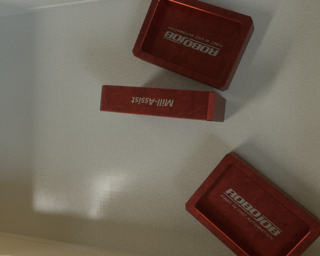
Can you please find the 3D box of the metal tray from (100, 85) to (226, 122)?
[{"bbox_3d":[0.007,-0.028,0.372,0.130,0.090,0.030,6,92,19],"label":"metal tray"}]

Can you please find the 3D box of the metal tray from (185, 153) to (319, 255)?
[{"bbox_3d":[0.108,0.102,0.369,0.130,0.030,0.090,40,102,15],"label":"metal tray"}]

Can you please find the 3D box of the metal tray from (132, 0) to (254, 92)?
[{"bbox_3d":[0.040,-0.111,0.393,0.130,0.030,0.089,25,98,18],"label":"metal tray"}]
